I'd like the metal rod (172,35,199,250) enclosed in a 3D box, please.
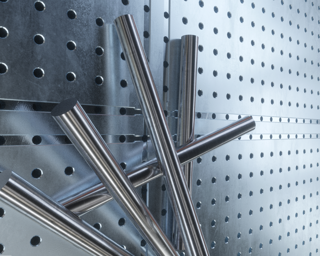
[{"bbox_3d":[0.036,0.018,0.441,0.025,0.025,0.298,5,87,-40],"label":"metal rod"}]

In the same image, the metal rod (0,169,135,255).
[{"bbox_3d":[-0.055,0.138,0.342,0.300,0.025,0.025,51,60,-36],"label":"metal rod"}]

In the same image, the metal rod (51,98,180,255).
[{"bbox_3d":[-0.027,0.092,0.350,0.025,0.025,0.299,-49,131,-29],"label":"metal rod"}]

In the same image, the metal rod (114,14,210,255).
[{"bbox_3d":[0.001,0.011,0.367,0.025,0.025,0.298,-15,86,-39],"label":"metal rod"}]

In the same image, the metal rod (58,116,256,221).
[{"bbox_3d":[0.014,0.042,0.397,0.302,0.025,0.025,-22,104,-30],"label":"metal rod"}]
